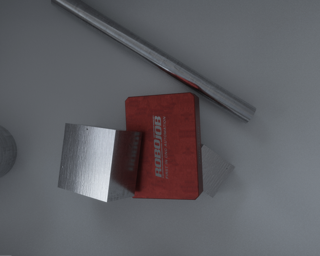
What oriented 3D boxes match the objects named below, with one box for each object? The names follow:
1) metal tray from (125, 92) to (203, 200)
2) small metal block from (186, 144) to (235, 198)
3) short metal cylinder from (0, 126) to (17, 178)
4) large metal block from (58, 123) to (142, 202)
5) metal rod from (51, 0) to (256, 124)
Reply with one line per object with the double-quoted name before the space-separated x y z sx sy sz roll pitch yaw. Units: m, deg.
"metal tray" 0.005 0.023 0.396 0.090 0.030 0.129 -3 90 17
"small metal block" 0.062 0.056 0.412 0.050 0.025 0.050 36 90 -1
"short metal cylinder" -0.235 0.032 0.396 0.081 0.050 0.079 0 90 -1
"large metal block" -0.074 0.039 0.380 0.080 0.050 0.079 7 90 32
"metal rod" -0.008 -0.095 0.411 0.301 0.025 0.025 31 90 -1
